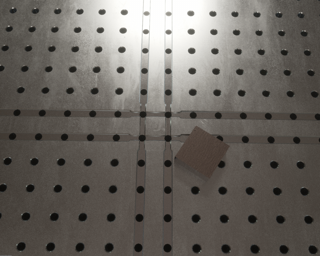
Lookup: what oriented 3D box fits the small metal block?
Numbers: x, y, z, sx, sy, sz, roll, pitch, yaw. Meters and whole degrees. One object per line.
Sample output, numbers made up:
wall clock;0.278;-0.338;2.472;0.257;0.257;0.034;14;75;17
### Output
small metal block;0.054;0.033;0.400;0.050;0.025;0.050;32;73;11
